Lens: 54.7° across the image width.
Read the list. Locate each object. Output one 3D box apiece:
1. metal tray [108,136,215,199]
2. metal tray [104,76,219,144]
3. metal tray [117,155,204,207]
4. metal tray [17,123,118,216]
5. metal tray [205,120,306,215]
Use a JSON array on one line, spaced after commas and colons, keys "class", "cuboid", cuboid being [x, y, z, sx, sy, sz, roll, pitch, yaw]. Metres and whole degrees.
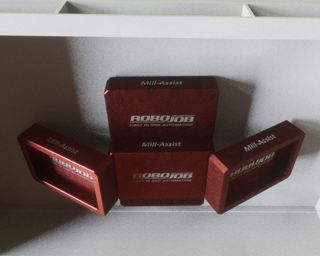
[{"class": "metal tray", "cuboid": [0.003, 0.054, 0.410, 0.131, 0.030, 0.089, -1, 130, 0]}, {"class": "metal tray", "cuboid": [0.002, -0.018, 0.387, 0.131, 0.030, 0.089, -1, 130, 0]}, {"class": "metal tray", "cuboid": [0.003, 0.080, 0.470, 0.131, 0.030, 0.089, -1, 130, 0]}, {"class": "metal tray", "cuboid": [-0.120, 0.055, 0.409, 0.130, 0.030, 0.089, 21, 135, 21]}, {"class": "metal tray", "cuboid": [0.123, 0.051, 0.407, 0.131, 0.030, 0.089, -21, 134, -21]}]
